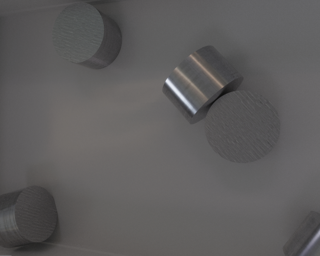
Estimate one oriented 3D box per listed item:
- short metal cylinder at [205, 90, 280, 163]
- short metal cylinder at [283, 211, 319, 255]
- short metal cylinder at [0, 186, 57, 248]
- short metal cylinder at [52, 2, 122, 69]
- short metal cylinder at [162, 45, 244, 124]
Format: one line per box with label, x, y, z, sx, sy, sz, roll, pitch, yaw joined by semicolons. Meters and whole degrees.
short metal cylinder;0.097;-0.002;0.362;0.080;0.050;0.079;0;91;19
short metal cylinder;0.177;0.132;0.319;0.080;0.080;0.050;35;101;16
short metal cylinder;-0.198;0.129;0.451;0.050;0.080;0.080;-18;84;19
short metal cylinder;-0.101;-0.126;0.433;0.080;0.050;0.080;0;90;20
short metal cylinder;0.050;-0.049;0.364;0.080;0.080;0.050;-43;76;15
